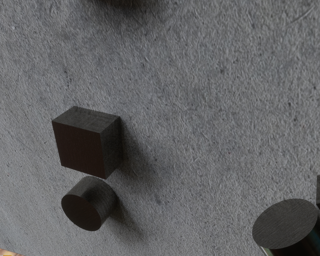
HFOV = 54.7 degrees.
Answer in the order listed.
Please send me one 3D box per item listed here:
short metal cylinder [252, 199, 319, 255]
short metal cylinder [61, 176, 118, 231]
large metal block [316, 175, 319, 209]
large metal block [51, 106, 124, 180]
[{"bbox_3d":[0.159,0.130,0.368,0.080,0.080,0.050,-27,104,37],"label":"short metal cylinder"},{"bbox_3d":[-0.121,0.130,0.535,0.080,0.050,0.079,13,124,21],"label":"short metal cylinder"},{"bbox_3d":[0.224,0.084,0.324,0.080,0.050,0.080,-29,103,37],"label":"large metal block"},{"bbox_3d":[-0.104,0.020,0.458,0.080,0.050,0.079,13,124,21],"label":"large metal block"}]
